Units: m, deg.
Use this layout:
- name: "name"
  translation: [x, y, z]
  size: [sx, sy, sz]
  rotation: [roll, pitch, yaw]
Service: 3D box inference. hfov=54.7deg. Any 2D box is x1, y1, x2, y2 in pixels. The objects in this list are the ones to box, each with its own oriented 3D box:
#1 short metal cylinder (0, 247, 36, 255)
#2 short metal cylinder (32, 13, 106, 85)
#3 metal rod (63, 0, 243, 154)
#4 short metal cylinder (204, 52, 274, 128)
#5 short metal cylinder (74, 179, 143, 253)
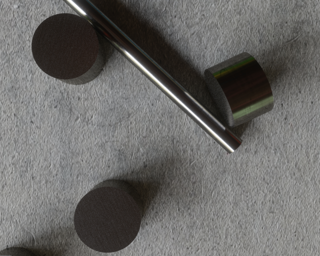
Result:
- name: "short metal cylinder"
  translation: [-0.197, 0.202, 0.396]
  size: [0.081, 0.050, 0.079]
  rotation: [0, 90, 0]
- name: "short metal cylinder"
  translation: [-0.114, -0.098, 0.396]
  size: [0.081, 0.050, 0.079]
  rotation: [0, 90, 0]
- name: "metal rod"
  translation: [-0.010, -0.077, 0.409]
  size: [0.300, 0.025, 0.025]
  rotation: [43, 90, 0]
- name: "short metal cylinder"
  translation: [0.096, -0.046, 0.383]
  size: [0.050, 0.080, 0.080]
  rotation: [-25, 90, 0]
- name: "short metal cylinder"
  translation: [-0.063, 0.110, 0.397]
  size: [0.081, 0.050, 0.079]
  rotation: [0, 90, 0]
